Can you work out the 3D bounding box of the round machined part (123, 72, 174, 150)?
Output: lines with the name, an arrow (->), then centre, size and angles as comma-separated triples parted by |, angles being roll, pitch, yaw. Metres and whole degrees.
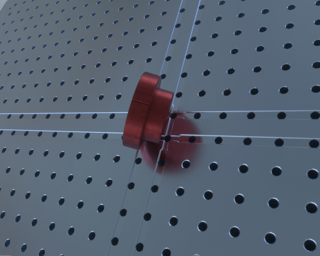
round machined part -> -0.012, -0.018, 0.392 | 0.042, 0.098, 0.098 | 17, 67, 2
